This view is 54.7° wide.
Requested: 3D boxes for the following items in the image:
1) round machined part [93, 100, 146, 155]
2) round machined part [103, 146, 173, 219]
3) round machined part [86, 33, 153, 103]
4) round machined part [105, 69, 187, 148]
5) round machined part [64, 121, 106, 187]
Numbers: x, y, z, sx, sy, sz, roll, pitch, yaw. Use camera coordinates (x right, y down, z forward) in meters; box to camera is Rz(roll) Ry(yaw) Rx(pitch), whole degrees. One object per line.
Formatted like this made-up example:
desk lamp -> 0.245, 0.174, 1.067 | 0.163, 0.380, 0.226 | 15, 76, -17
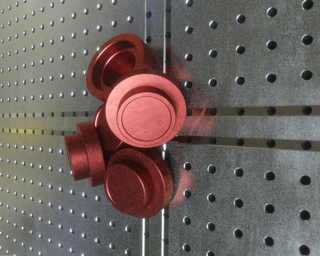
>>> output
round machined part -> -0.058, -0.003, 0.442 | 0.098, 0.042, 0.097 | 0, 90, 39
round machined part -> -0.035, 0.074, 0.409 | 0.098, 0.042, 0.097 | 9, 106, 32
round machined part -> -0.050, -0.076, 0.423 | 0.098, 0.042, 0.098 | -14, 62, 28
round machined part -> -0.017, -0.018, 0.372 | 0.042, 0.099, 0.097 | -99, 34, -65
round machined part -> -0.113, 0.041, 0.458 | 0.098, 0.042, 0.097 | 167, 90, -70
